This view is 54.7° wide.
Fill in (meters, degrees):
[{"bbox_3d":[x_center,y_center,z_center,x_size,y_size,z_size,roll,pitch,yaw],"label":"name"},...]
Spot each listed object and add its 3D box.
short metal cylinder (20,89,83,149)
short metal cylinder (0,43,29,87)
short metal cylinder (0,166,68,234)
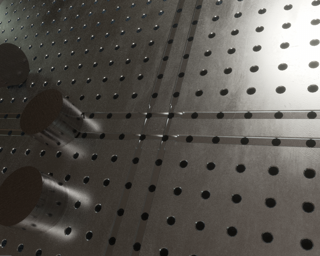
[{"bbox_3d":[-0.169,-0.014,0.487,0.080,0.050,0.080,-13,56,20],"label":"short metal cylinder"},{"bbox_3d":[-0.306,-0.121,0.604,0.050,0.080,0.080,-4,60,26],"label":"short metal cylinder"},{"bbox_3d":[-0.174,0.098,0.421,0.080,0.050,0.080,-13,57,21],"label":"short metal cylinder"}]
